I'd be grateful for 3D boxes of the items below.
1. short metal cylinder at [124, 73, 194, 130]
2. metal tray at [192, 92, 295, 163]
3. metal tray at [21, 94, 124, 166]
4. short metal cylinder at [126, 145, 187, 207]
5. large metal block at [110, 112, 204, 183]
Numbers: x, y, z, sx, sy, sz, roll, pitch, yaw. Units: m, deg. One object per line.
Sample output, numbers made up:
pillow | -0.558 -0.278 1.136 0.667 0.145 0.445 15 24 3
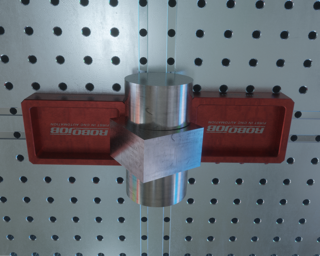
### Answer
short metal cylinder | -0.002 -0.035 0.371 0.081 0.080 0.050 1 110 -1
metal tray | 0.102 0.000 0.411 0.131 0.030 0.089 1 110 -1
metal tray | -0.107 0.003 0.410 0.131 0.030 0.089 1 110 -1
short metal cylinder | -0.004 0.059 0.405 0.081 0.080 0.050 2 110 -1
large metal block | -0.006 0.017 0.375 0.081 0.080 0.050 -11 114 -33
